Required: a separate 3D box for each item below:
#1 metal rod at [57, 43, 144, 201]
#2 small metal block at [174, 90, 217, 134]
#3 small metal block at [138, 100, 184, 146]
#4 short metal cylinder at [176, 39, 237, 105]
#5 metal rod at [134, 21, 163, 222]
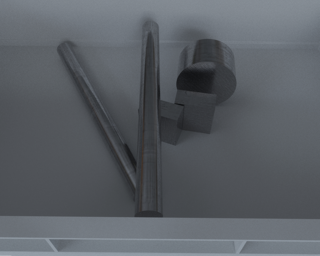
[{"bbox_3d":[-0.088,-0.028,0.427,0.025,0.025,0.300,-22,54,-18],"label":"metal rod"},{"bbox_3d":[0.045,-0.021,0.407,0.050,0.050,0.025,8,51,6],"label":"small metal block"},{"bbox_3d":[0.001,-0.009,0.396,0.050,0.050,0.025,16,52,13],"label":"small metal block"},{"bbox_3d":[0.065,-0.077,0.435,0.080,0.080,0.050,5,50,3],"label":"short metal cylinder"},{"bbox_3d":[-0.012,-0.036,0.370,0.025,0.025,0.300,0,50,-1],"label":"metal rod"}]
